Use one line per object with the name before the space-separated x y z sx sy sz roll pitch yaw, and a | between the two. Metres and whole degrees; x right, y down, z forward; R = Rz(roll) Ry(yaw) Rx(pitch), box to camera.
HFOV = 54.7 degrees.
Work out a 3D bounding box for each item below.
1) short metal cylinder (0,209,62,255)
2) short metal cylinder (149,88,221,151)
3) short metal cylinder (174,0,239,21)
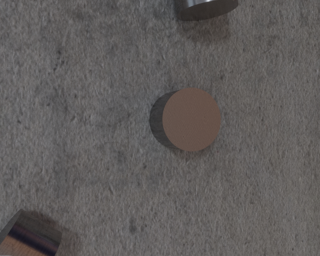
short metal cylinder | -0.149 0.133 0.325 0.050 0.080 0.080 39 78 -16
short metal cylinder | 0.032 -0.011 0.409 0.081 0.050 0.079 0 90 -21
short metal cylinder | 0.057 -0.177 0.402 0.081 0.080 0.050 -11 94 -20
